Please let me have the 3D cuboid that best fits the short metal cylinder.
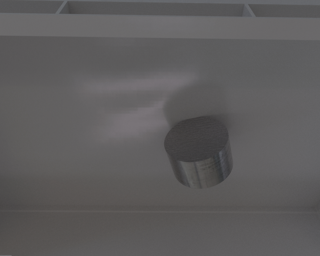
[{"bbox_3d":[0.051,0.031,0.399,0.080,0.080,0.050,-11,129,9],"label":"short metal cylinder"}]
